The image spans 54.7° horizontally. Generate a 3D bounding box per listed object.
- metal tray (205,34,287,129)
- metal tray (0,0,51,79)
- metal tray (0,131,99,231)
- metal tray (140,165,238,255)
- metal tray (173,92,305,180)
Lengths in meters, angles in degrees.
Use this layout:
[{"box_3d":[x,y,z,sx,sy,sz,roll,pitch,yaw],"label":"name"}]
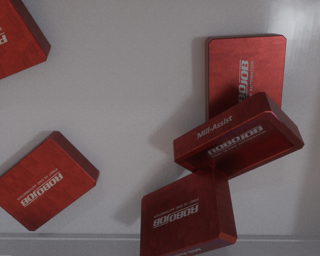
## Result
[{"box_3d":[0.104,-0.049,0.391,0.091,0.030,0.129,-3,110,1],"label":"metal tray"},{"box_3d":[-0.208,-0.099,0.355,0.130,0.030,0.090,-20,128,7],"label":"metal tray"},{"box_3d":[-0.163,0.077,0.435,0.130,0.030,0.090,-37,106,12],"label":"metal tray"},{"box_3d":[0.029,0.113,0.393,0.030,0.090,0.130,31,132,-34],"label":"metal tray"},{"box_3d":[0.092,0.020,0.378,0.130,0.030,0.090,-32,132,30],"label":"metal tray"}]
